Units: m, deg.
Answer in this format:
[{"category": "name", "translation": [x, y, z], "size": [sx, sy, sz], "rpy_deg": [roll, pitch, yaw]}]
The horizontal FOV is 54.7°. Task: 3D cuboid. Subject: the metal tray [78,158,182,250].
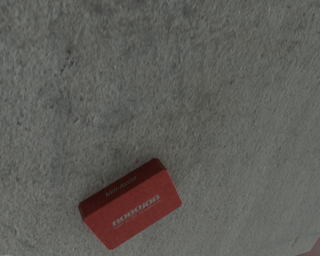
[{"category": "metal tray", "translation": [-0.039, 0.112, 0.453], "size": [0.131, 0.030, 0.090], "rpy_deg": [-31, 129, -9]}]
